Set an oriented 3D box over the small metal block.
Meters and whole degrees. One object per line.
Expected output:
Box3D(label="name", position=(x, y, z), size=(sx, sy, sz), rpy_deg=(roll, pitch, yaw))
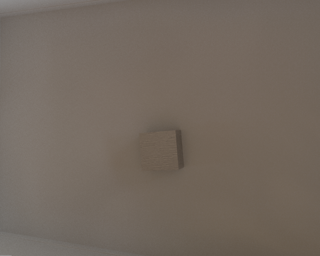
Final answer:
Box3D(label="small metal block", position=(0.002, 0.030, 0.410), size=(0.050, 0.025, 0.050), rpy_deg=(-5, 88, 20))
